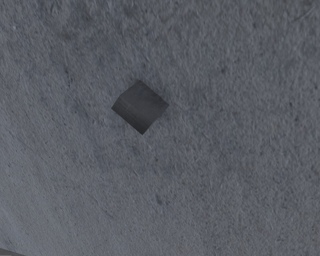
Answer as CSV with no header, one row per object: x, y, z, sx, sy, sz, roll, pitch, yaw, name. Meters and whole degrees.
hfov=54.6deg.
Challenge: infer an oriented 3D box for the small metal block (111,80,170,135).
-0.023,-0.027,0.387,0.050,0.050,0.025,41,129,0,small metal block
